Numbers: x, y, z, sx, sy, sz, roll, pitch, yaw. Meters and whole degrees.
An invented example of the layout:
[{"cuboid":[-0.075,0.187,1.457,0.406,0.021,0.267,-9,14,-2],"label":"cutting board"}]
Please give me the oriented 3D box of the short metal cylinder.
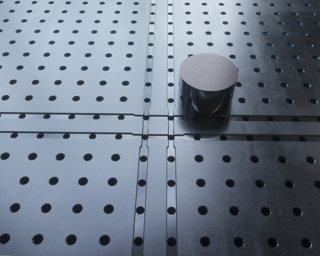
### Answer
[{"cuboid":[0.067,-0.062,0.445,0.080,0.050,0.080,0,50,0],"label":"short metal cylinder"}]
